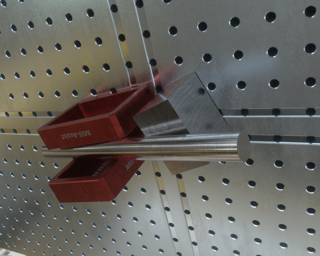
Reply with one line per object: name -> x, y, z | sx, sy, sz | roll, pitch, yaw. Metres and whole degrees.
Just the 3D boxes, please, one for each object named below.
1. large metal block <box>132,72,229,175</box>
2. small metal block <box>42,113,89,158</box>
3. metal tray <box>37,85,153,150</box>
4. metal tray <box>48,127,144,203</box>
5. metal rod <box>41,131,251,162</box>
large metal block -> 0.027, -0.006, 0.355 | 0.050, 0.080, 0.080 | -25, 105, 36
small metal block -> -0.143, 0.011, 0.475 | 0.025, 0.050, 0.050 | -8, 114, 31
metal tray -> -0.081, -0.014, 0.401 | 0.130, 0.090, 0.030 | -9, 115, 31
metal tray -> -0.068, 0.042, 0.403 | 0.090, 0.131, 0.030 | -10, 114, 32
metal rod -> -0.045, 0.024, 0.351 | 0.300, 0.025, 0.025 | -4, 117, 40
